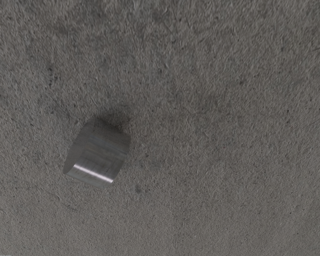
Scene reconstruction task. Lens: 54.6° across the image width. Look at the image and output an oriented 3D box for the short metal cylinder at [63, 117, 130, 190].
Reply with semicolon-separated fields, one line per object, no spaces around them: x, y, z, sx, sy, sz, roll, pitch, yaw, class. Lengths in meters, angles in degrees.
-0.081;0.032;0.397;0.050;0.080;0.080;29;124;-23;short metal cylinder
